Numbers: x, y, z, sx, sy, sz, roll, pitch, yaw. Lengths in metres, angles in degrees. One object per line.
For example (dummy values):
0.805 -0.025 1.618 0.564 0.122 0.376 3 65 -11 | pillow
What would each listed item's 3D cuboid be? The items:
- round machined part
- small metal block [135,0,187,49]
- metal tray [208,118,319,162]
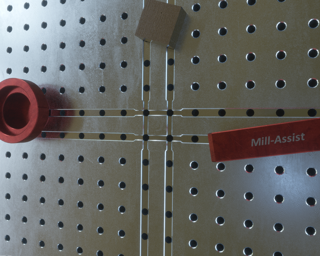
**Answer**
-0.213 -0.026 0.479 0.098 0.042 0.097 0 90 20 | round machined part
0.001 -0.138 0.412 0.050 0.025 0.050 21 97 18 | small metal block
0.125 0.011 0.333 0.130 0.090 0.030 -9 87 19 | metal tray
